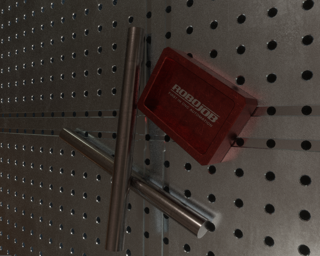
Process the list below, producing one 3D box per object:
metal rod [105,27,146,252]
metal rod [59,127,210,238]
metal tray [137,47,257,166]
[{"bbox_3d":[-0.046,0.011,0.421,0.025,0.025,0.298,1,83,39],"label":"metal rod"},{"bbox_3d":[-0.057,0.065,0.453,0.300,0.025,0.025,27,107,36],"label":"metal rod"},{"bbox_3d":[0.038,-0.029,0.373,0.130,0.030,0.089,42,115,31],"label":"metal tray"}]
